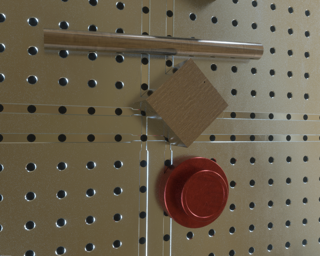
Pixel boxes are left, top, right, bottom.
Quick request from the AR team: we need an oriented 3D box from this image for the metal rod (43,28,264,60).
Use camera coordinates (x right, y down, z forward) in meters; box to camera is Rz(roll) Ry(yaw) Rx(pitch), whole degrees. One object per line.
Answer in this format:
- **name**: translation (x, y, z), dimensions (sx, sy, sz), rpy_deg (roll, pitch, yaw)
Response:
- **metal rod**: translation (0.006, -0.110, 0.414), dimensions (0.303, 0.025, 0.025), rpy_deg (-2, 91, -20)

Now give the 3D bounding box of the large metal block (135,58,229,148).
- **large metal block**: translation (0.028, -0.032, 0.410), dimensions (0.080, 0.050, 0.080), rpy_deg (-45, 104, -14)

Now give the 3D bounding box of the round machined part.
- **round machined part**: translation (0.052, 0.089, 0.423), dimensions (0.099, 0.042, 0.097), rpy_deg (0, 90, -20)
